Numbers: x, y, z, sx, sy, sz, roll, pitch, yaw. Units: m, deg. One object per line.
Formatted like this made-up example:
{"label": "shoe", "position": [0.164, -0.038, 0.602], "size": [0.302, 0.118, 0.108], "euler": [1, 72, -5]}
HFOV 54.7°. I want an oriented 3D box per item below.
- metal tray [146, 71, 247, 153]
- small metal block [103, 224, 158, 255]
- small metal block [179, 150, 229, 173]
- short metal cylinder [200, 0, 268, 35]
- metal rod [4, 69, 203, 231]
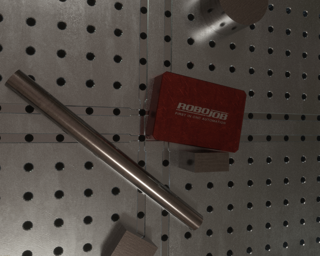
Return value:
{"label": "metal tray", "position": [0.052, -0.019, 0.431], "size": [0.131, 0.030, 0.089], "euler": [10, 87, -20]}
{"label": "small metal block", "position": [-0.040, 0.162, 0.399], "size": [0.050, 0.025, 0.050], "euler": [36, 78, -17]}
{"label": "small metal block", "position": [0.059, 0.044, 0.423], "size": [0.050, 0.050, 0.025], "euler": [1, 90, -20]}
{"label": "short metal cylinder", "position": [0.104, -0.179, 0.439], "size": [0.081, 0.050, 0.079], "euler": [0, 90, -20]}
{"label": "metal rod", "position": [-0.058, 0.038, 0.391], "size": [0.300, 0.025, 0.025], "euler": [41, 77, -16]}
